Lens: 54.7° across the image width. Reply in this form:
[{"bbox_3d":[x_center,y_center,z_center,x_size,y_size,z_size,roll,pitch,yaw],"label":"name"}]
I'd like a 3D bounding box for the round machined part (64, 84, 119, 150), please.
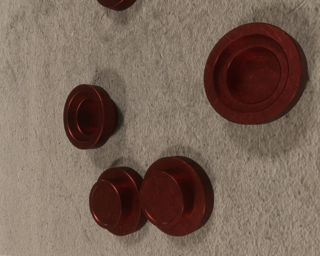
[{"bbox_3d":[-0.102,-0.017,0.475,0.098,0.042,0.097,0,90,39],"label":"round machined part"}]

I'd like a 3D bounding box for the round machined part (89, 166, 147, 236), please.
[{"bbox_3d":[-0.064,0.106,0.445,0.098,0.042,0.097,0,90,39],"label":"round machined part"}]

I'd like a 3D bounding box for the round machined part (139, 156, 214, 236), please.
[{"bbox_3d":[0.013,0.084,0.382,0.098,0.042,0.097,0,90,39],"label":"round machined part"}]

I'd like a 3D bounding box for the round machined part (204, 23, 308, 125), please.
[{"bbox_3d":[0.097,-0.052,0.313,0.098,0.042,0.097,0,90,39],"label":"round machined part"}]

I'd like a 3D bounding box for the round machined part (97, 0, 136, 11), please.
[{"bbox_3d":[-0.068,-0.225,0.447,0.098,0.042,0.097,0,90,39],"label":"round machined part"}]
